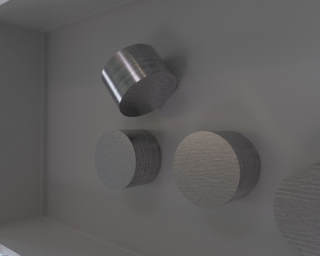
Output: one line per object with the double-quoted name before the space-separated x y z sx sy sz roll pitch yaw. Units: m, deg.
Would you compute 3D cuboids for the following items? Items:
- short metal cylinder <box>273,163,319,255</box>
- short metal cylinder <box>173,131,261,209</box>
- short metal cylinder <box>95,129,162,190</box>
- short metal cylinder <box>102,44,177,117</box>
"short metal cylinder" 0.148 0.070 0.269 0.080 0.050 0.080 0 90 40
"short metal cylinder" 0.062 0.043 0.340 0.080 0.050 0.080 0 90 40
"short metal cylinder" -0.044 0.042 0.427 0.080 0.050 0.080 0 90 40
"short metal cylinder" -0.026 -0.059 0.393 0.080 0.081 0.050 -48 62 29
